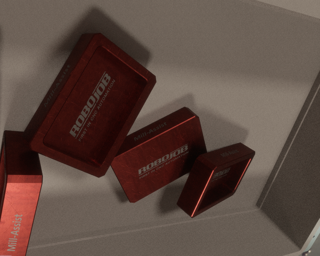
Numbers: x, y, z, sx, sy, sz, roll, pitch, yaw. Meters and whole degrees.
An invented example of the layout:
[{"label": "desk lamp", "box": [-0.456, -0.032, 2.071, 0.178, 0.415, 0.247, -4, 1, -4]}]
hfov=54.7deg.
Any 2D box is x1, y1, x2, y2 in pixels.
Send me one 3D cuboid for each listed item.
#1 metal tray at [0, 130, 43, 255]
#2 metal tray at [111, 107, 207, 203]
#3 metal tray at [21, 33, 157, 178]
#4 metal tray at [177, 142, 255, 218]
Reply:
[{"label": "metal tray", "box": [-0.157, 0.079, 0.329, 0.030, 0.090, 0.129, 7, 115, -31]}, {"label": "metal tray", "box": [-0.001, 0.038, 0.430, 0.131, 0.030, 0.090, -27, 128, -12]}, {"label": "metal tray", "box": [-0.070, -0.022, 0.329, 0.090, 0.030, 0.130, 33, 82, -39]}, {"label": "metal tray", "box": [0.089, 0.075, 0.473, 0.131, 0.030, 0.089, -9, 126, -49]}]
